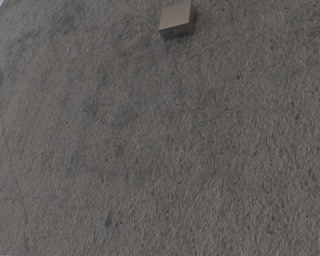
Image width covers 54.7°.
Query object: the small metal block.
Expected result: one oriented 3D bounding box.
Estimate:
[{"bbox_3d":[0.029,-0.171,0.494,0.050,0.025,0.050,-6,59,25],"label":"small metal block"}]
